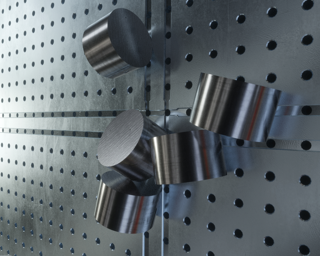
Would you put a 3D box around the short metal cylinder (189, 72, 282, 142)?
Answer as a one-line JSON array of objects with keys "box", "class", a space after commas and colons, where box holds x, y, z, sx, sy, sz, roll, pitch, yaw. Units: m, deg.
[{"box": [0.074, -0.022, 0.311, 0.080, 0.081, 0.050, 22, 104, 37], "class": "short metal cylinder"}]

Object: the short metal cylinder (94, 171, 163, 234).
[{"box": [-0.041, 0.094, 0.406, 0.080, 0.081, 0.050, 22, 104, 37], "class": "short metal cylinder"}]

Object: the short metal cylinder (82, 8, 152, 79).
[{"box": [-0.056, -0.112, 0.417, 0.050, 0.081, 0.080, -14, 81, 39], "class": "short metal cylinder"}]

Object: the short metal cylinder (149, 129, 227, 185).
[{"box": [0.031, 0.032, 0.346, 0.080, 0.081, 0.050, -13, 82, 39], "class": "short metal cylinder"}]

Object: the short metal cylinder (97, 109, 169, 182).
[{"box": [-0.034, 0.023, 0.398, 0.080, 0.050, 0.080, -27, 44, 30], "class": "short metal cylinder"}]
